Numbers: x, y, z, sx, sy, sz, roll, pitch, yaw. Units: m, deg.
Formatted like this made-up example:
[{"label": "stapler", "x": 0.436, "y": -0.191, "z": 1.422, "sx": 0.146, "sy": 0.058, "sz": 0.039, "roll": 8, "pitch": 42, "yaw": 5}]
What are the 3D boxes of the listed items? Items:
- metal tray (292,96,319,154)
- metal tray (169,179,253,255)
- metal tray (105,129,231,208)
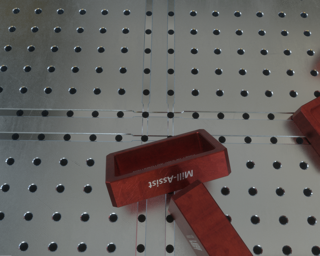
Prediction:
[{"label": "metal tray", "x": 0.260, "y": -0.014, "z": 0.415, "sx": 0.131, "sy": 0.030, "sz": 0.090, "roll": -27, "pitch": 72, "yaw": -10}, {"label": "metal tray", "x": 0.046, "y": 0.108, "z": 0.317, "sx": 0.030, "sy": 0.130, "sz": 0.090, "roll": -31, "pitch": 73, "yaw": -10}, {"label": "metal tray", "x": 0.005, "y": 0.042, "z": 0.361, "sx": 0.131, "sy": 0.090, "sz": 0.030, "roll": -15, "pitch": 106, "yaw": -6}]
